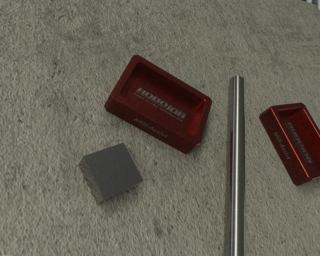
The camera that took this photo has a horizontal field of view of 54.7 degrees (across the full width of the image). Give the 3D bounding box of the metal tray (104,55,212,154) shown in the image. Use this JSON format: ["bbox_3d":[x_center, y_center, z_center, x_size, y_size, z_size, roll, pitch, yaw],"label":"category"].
[{"bbox_3d":[0.002,-0.033,0.423,0.131,0.030,0.090,29,52,-10],"label":"metal tray"}]

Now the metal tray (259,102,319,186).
[{"bbox_3d":[0.232,0.022,0.514,0.091,0.030,0.130,-8,66,-32],"label":"metal tray"}]

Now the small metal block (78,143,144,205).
[{"bbox_3d":[-0.055,0.050,0.345,0.050,0.025,0.050,-18,72,-35],"label":"small metal block"}]

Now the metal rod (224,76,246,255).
[{"bbox_3d":[0.108,0.041,0.438,0.025,0.025,0.300,22,53,-16],"label":"metal rod"}]
